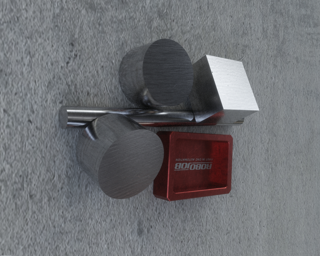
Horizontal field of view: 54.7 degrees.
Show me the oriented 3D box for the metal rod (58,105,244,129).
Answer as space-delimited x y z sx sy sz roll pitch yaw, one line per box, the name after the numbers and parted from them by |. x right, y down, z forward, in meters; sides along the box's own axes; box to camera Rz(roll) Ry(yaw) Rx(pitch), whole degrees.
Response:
0.015 -0.014 0.420 0.302 0.025 0.025 -1 91 -40 | metal rod

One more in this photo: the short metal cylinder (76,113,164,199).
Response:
-0.043 0.030 0.338 0.081 0.050 0.079 -19 123 -33 | short metal cylinder

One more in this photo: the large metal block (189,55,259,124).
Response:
0.087 -0.053 0.447 0.081 0.050 0.080 -1 70 -40 | large metal block

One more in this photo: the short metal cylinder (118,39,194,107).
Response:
-0.004 -0.066 0.386 0.081 0.050 0.080 0 89 -40 | short metal cylinder

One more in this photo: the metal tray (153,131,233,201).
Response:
0.052 0.052 0.445 0.131 0.030 0.089 4 87 -40 | metal tray
